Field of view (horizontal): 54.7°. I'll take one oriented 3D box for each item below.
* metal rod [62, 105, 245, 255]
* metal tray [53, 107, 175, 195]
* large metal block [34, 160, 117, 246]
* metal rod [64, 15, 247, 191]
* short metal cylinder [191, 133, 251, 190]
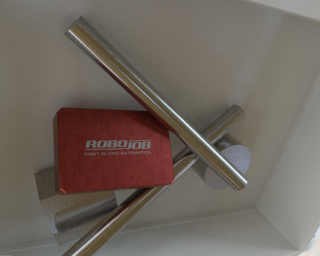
[{"bbox_3d":[0.005,0.066,0.404,0.301,0.025,0.025,-39,131,-20],"label":"metal rod"},{"bbox_3d":[-0.051,0.026,0.357,0.131,0.030,0.090,1,74,-28],"label":"metal tray"},{"bbox_3d":[-0.101,0.088,0.387,0.081,0.050,0.079,-18,126,-19],"label":"large metal block"},{"bbox_3d":[0.014,-0.011,0.371,0.025,0.025,0.300,-46,117,4],"label":"metal rod"},{"bbox_3d":[0.089,0.047,0.469,0.081,0.050,0.079,-14,125,-21],"label":"short metal cylinder"}]
